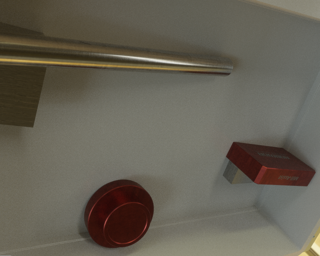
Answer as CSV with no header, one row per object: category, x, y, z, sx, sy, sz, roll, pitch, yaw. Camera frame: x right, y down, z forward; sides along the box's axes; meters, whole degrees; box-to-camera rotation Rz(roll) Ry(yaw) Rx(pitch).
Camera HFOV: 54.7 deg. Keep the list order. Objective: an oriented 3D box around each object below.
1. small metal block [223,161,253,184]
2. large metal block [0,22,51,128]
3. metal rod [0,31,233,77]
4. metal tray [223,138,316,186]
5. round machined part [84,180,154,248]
small metal block,0.143,0.068,0.531,0.050,0.025,0.050,3,117,-30
large metal block,-0.152,-0.051,0.278,0.081,0.050,0.079,7,115,-32
metal rod,-0.027,-0.069,0.310,0.302,0.025,0.025,-6,122,-41
metal tray,0.184,0.058,0.521,0.131,0.090,0.030,8,113,-31
round machined part,-0.052,0.126,0.435,0.099,0.042,0.097,-9,109,-26
